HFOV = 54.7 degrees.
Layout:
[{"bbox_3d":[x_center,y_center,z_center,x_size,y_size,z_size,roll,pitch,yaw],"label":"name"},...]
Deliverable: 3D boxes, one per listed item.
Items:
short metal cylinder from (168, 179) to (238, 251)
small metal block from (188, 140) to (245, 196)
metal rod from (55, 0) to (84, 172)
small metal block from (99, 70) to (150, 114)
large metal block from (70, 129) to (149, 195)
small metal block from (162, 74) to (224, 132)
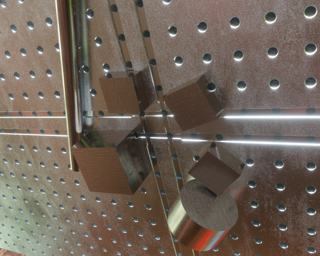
[{"bbox_3d":[0.057,0.115,0.416,0.080,0.080,0.050,30,128,9],"label":"short metal cylinder"},{"bbox_3d":[0.073,0.053,0.405,0.050,0.025,0.050,37,129,3],"label":"small metal block"},{"bbox_3d":[-0.124,-0.058,0.438,0.025,0.025,0.298,18,126,17],"label":"metal rod"},{"bbox_3d":[-0.046,-0.046,0.405,0.050,0.025,0.050,2,120,26],"label":"small metal block"},{"bbox_3d":[-0.073,0.050,0.463,0.080,0.050,0.080,-3,117,29],"label":"large metal block"},{"bbox_3d":[0.040,-0.029,0.371,0.050,0.025,0.050,-22,107,35],"label":"small metal block"}]
